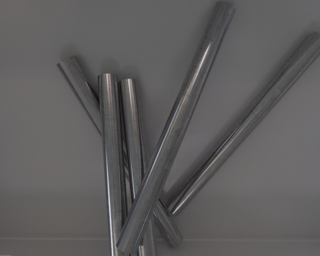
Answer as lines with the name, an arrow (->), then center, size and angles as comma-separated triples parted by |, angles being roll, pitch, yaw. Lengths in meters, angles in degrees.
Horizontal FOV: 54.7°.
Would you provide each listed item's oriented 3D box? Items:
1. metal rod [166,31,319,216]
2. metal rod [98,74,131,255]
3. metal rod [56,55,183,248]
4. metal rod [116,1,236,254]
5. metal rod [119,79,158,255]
metal rod -> 0.106, 0.005, 0.413 | 0.025, 0.025, 0.299 | 34, 106, -12
metal rod -> -0.052, 0.083, 0.373 | 0.025, 0.025, 0.298 | -5, 85, 2
metal rod -> -0.047, 0.043, 0.420 | 0.025, 0.025, 0.299 | -26, 106, 9
metal rod -> 0.019, -0.003, 0.354 | 0.025, 0.025, 0.299 | 23, 87, -8
metal rod -> -0.022, 0.089, 0.375 | 0.025, 0.025, 0.298 | -7, 84, 2
